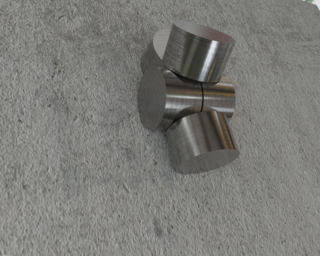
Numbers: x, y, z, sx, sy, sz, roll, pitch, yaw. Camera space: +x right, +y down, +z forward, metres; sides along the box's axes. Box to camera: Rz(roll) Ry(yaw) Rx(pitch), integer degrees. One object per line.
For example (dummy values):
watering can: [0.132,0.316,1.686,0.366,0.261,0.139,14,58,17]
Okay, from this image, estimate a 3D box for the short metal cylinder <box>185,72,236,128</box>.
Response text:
short metal cylinder: [0.057,-0.037,0.425,0.050,0.080,0.080,0,62,-28]

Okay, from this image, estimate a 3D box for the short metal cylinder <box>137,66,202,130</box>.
short metal cylinder: [0.010,-0.037,0.400,0.050,0.080,0.080,1,62,-28]

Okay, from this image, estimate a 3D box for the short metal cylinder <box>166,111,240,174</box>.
short metal cylinder: [0.053,0.020,0.388,0.081,0.080,0.050,0,62,-29]

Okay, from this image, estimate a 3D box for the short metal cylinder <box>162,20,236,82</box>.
short metal cylinder: [0.048,-0.098,0.392,0.081,0.050,0.080,14,29,-7]

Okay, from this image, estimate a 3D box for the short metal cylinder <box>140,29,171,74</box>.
short metal cylinder: [0.016,-0.100,0.462,0.081,0.050,0.080,14,56,-21]
